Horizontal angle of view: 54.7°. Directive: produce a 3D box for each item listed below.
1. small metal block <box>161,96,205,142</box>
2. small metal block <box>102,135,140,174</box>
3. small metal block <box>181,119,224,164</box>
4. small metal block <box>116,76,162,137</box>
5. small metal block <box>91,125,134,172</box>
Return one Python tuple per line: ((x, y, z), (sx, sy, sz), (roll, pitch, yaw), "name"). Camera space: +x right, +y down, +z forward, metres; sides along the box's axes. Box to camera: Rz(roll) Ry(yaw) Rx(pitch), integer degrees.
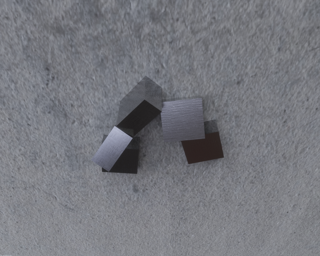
((0.028, -0.012, 0.384), (0.050, 0.025, 0.050), (-6, 102, 4), "small metal block")
((-0.056, 0.038, 0.439), (0.050, 0.025, 0.050), (4, 130, -4), "small metal block")
((0.057, 0.020, 0.425), (0.050, 0.025, 0.050), (-12, 130, 9), "small metal block")
((-0.024, -0.026, 0.368), (0.025, 0.050, 0.050), (34, 122, -26), "small metal block")
((-0.056, 0.020, 0.385), (0.025, 0.050, 0.050), (35, 99, -5), "small metal block")
